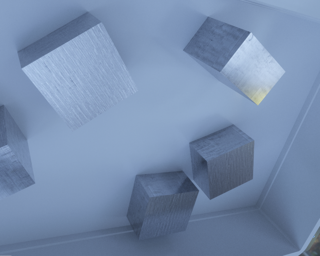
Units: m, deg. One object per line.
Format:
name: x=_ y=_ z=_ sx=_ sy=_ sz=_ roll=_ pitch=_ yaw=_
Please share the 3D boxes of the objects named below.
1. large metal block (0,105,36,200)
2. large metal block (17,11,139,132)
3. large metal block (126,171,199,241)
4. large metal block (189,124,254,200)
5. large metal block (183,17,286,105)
large metal block: x=-0.175 y=0.031 z=0.297 sx=0.080 sy=0.080 sz=0.050 roll=-26 pitch=128 yaw=-13
large metal block: x=-0.081 y=-0.057 z=0.314 sx=0.080 sy=0.050 sz=0.080 roll=-33 pitch=129 yaw=-7
large metal block: x=0.002 y=0.115 z=0.467 sx=0.081 sy=0.050 sz=0.079 roll=-1 pitch=119 yaw=-29
large metal block: x=0.096 y=0.052 z=0.480 sx=0.081 sy=0.050 sz=0.080 roll=-22 pitch=127 yaw=-16
large metal block: x=0.088 y=-0.081 z=0.373 sx=0.080 sy=0.080 sz=0.050 roll=30 pitch=102 yaw=-38
